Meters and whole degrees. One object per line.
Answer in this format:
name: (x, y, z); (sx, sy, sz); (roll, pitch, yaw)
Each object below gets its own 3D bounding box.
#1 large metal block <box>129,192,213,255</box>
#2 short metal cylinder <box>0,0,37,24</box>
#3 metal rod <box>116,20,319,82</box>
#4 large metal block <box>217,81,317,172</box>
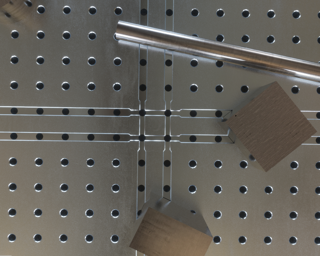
large metal block: (0.012, 0.128, 0.386); (0.080, 0.080, 0.050); (26, 90, -1)
short metal cylinder: (-0.208, -0.182, 0.398); (0.081, 0.050, 0.079); (0, 90, -1)
metal rod: (0.092, -0.100, 0.414); (0.302, 0.025, 0.025); (12, 90, -1)
large metal block: (0.136, -0.002, 0.403); (0.080, 0.050, 0.080); (-39, 91, 0)
